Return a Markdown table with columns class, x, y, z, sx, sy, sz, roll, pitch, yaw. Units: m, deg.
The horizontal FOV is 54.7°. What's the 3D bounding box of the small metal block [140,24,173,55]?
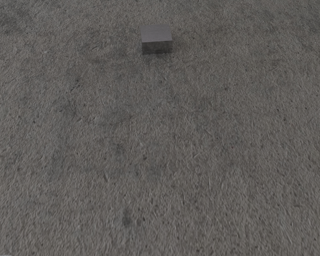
| class | x | y | z | sx | sy | sz | roll | pitch | yaw |
| --- | --- | --- | --- | --- | --- | --- | --- | --- | --- |
| small metal block | -0.007 | -0.153 | 0.531 | 0.050 | 0.025 | 0.050 | -5 | 50 | -4 |
